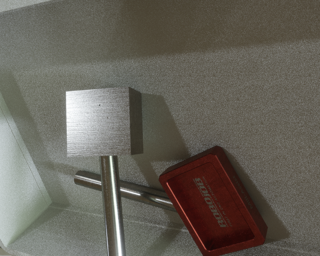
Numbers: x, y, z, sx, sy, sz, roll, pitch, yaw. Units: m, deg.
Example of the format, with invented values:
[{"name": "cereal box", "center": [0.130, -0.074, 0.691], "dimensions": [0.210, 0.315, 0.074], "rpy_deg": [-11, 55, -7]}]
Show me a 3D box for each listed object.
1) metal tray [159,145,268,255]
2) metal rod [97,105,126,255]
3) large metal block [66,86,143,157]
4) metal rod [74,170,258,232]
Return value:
[{"name": "metal tray", "center": [0.068, 0.099, 0.406], "dimensions": [0.090, 0.030, 0.130], "rpy_deg": [-29, 92, 29]}, {"name": "metal rod", "center": [-0.064, 0.118, 0.422], "dimensions": [0.025, 0.025, 0.298], "rpy_deg": [-8, 85, 31]}, {"name": "large metal block", "center": [-0.068, -0.006, 0.390], "dimensions": [0.080, 0.050, 0.080], "rpy_deg": [-3, 87, 13]}, {"name": "metal rod", "center": [-0.002, 0.109, 0.475], "dimensions": [0.301, 0.025, 0.025], "rpy_deg": [10, 123, 22]}]
